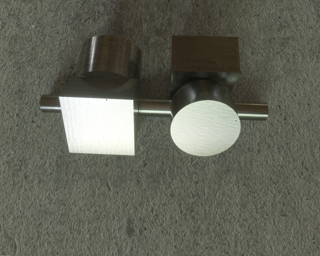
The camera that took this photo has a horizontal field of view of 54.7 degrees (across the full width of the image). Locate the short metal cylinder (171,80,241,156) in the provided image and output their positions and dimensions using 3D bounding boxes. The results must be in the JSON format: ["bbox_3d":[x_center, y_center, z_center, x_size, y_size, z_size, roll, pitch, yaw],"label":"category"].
[{"bbox_3d":[0.053,-0.012,0.378,0.080,0.079,0.050,2,35,0],"label":"short metal cylinder"}]

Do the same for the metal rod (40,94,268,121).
[{"bbox_3d":[-0.008,-0.028,0.421,0.302,0.025,0.025,2,70,0],"label":"metal rod"}]

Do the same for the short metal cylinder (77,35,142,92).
[{"bbox_3d":[-0.065,-0.076,0.407,0.080,0.080,0.050,3,70,1],"label":"short metal cylinder"}]

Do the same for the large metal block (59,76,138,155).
[{"bbox_3d":[-0.069,-0.015,0.378,0.080,0.079,0.050,3,36,0],"label":"large metal block"}]

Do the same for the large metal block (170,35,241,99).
[{"bbox_3d":[0.055,-0.076,0.408,0.080,0.080,0.050,1,70,0],"label":"large metal block"}]
